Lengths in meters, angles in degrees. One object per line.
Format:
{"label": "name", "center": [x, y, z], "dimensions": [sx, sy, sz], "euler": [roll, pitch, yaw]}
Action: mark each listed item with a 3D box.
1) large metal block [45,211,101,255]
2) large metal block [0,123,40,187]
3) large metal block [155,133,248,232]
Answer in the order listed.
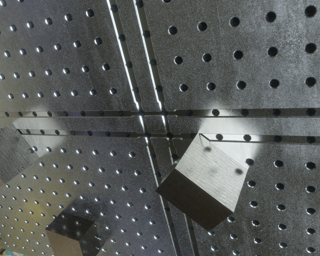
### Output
{"label": "large metal block", "center": [-0.172, 0.224, 0.622], "dimensions": [0.080, 0.050, 0.079], "euler": [10, 123, 22]}
{"label": "large metal block", "center": [-0.281, 0.051, 0.552], "dimensions": [0.050, 0.080, 0.080], "euler": [-25, 105, 36]}
{"label": "large metal block", "center": [0.054, 0.065, 0.387], "dimensions": [0.080, 0.080, 0.050], "euler": [37, 129, 3]}
